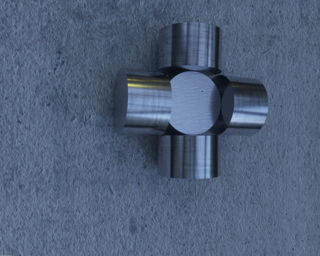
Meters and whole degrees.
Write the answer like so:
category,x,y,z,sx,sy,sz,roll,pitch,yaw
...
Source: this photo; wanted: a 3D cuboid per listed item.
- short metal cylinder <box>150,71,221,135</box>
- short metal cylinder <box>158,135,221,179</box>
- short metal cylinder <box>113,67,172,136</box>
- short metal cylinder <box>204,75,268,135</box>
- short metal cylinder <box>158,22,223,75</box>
category,x,y,z,sx,sy,sz,roll,pitch,yaw
short metal cylinder,0.032,-0.031,0.410,0.081,0.050,0.079,0,90,-21
short metal cylinder,0.037,0.034,0.396,0.081,0.080,0.050,0,90,-20
short metal cylinder,-0.024,-0.030,0.373,0.050,0.080,0.079,2,90,-20
short metal cylinder,0.099,-0.030,0.419,0.050,0.080,0.079,2,90,-20
short metal cylinder,0.038,-0.097,0.395,0.081,0.080,0.050,2,90,-20
